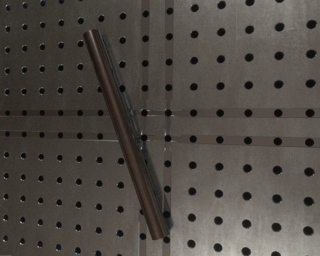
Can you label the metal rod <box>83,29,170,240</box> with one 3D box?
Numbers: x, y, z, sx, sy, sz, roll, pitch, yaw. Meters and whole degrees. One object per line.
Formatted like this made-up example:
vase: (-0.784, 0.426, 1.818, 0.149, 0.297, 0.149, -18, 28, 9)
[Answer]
metal rod: (-0.048, 0.004, 0.428, 0.025, 0.025, 0.299, -22, 83, 18)
